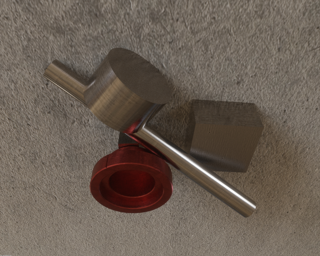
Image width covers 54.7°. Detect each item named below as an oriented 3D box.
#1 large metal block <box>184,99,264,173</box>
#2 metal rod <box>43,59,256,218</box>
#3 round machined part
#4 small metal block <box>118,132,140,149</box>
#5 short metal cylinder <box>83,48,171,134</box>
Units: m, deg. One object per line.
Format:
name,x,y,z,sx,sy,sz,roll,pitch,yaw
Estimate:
large metal block,0.078,0.011,0.403,0.081,0.050,0.079,3,130,-4
metal rod,-0.004,0.019,0.376,0.301,0.025,0.025,36,122,-10
round machined part,-0.034,0.060,0.384,0.099,0.042,0.097,-1,132,0
small metal block,-0.038,0.022,0.411,0.025,0.050,0.050,-2,130,1
short metal cylinder,-0.035,-0.041,0.337,0.080,0.080,0.050,30,124,-24
